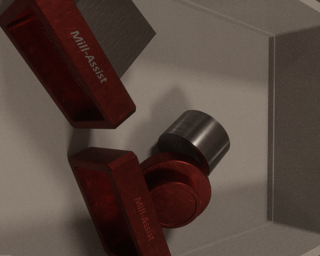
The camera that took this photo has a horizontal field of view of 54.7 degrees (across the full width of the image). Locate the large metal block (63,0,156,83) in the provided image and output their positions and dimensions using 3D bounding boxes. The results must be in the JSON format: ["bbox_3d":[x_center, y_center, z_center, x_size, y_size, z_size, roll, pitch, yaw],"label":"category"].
[{"bbox_3d":[-0.064,-0.104,0.338,0.080,0.050,0.080,48,61,-30],"label":"large metal block"}]

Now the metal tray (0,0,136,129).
[{"bbox_3d":[-0.087,-0.059,0.291,0.030,0.090,0.130,-45,117,-31],"label":"metal tray"}]

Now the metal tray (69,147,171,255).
[{"bbox_3d":[-0.044,0.086,0.329,0.030,0.090,0.129,-29,108,-37],"label":"metal tray"}]

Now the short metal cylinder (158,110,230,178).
[{"bbox_3d":[0.045,0.023,0.410,0.050,0.080,0.080,-45,117,-31],"label":"short metal cylinder"}]

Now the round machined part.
[{"bbox_3d":[0.013,0.081,0.373,0.099,0.042,0.097,-1,116,-2],"label":"round machined part"}]
